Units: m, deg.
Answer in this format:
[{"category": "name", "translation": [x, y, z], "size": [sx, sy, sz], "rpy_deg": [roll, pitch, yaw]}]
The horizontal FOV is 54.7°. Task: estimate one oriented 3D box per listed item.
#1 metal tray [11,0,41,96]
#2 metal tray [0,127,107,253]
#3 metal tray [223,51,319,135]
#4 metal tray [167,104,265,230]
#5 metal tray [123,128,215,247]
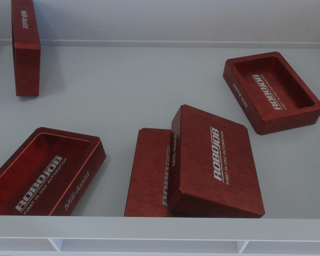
[{"category": "metal tray", "translation": [-0.200, -0.120, 0.459], "size": [0.030, 0.089, 0.130], "rpy_deg": [-3, 48, -26]}, {"category": "metal tray", "translation": [-0.128, 0.057, 0.335], "size": [0.090, 0.030, 0.130], "rpy_deg": [9, 44, 18]}, {"category": "metal tray", "translation": [0.158, -0.055, 0.448], "size": [0.091, 0.030, 0.130], "rpy_deg": [-11, 51, -9]}, {"category": "metal tray", "translation": [0.057, 0.037, 0.340], "size": [0.091, 0.030, 0.130], "rpy_deg": [19, 41, -12]}, {"category": "metal tray", "translation": [0.014, 0.061, 0.351], "size": [0.091, 0.030, 0.130], "rpy_deg": [4, 50, 3]}]
